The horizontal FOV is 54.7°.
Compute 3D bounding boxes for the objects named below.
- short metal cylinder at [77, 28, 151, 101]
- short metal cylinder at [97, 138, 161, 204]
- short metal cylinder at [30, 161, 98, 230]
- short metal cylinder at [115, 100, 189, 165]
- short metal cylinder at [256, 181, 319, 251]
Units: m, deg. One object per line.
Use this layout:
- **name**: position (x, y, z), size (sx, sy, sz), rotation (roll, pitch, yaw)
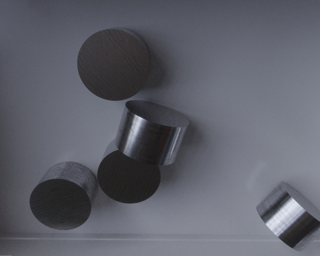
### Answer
- **short metal cylinder**: position (-0.052, -0.077, 0.369), size (0.081, 0.050, 0.079), rotation (0, 110, 0)
- **short metal cylinder**: position (-0.039, 0.054, 0.417), size (0.081, 0.050, 0.079), rotation (0, 110, 0)
- **short metal cylinder**: position (-0.131, 0.093, 0.431), size (0.081, 0.050, 0.079), rotation (0, 110, 0)
- **short metal cylinder**: position (-0.010, 0.004, 0.383), size (0.080, 0.080, 0.050), rotation (16, 109, -6)
- **short metal cylinder**: position (0.182, 0.120, 0.428), size (0.080, 0.080, 0.050), rotation (35, 106, -12)
